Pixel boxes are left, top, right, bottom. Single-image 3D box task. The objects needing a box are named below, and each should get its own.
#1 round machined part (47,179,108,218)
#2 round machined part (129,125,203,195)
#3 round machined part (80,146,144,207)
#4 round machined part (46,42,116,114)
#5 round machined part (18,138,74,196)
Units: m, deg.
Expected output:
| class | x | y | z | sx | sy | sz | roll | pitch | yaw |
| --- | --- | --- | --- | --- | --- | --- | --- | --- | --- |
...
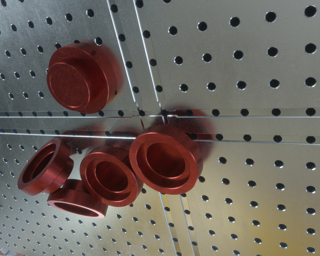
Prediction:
| class | x | y | z | sx | sy | sz | roll | pitch | yaw |
| --- | --- | --- | --- | --- | --- | --- | --- | --- | --- |
| round machined part | -0.135 | 0.118 | 0.524 | 0.099 | 0.042 | 0.098 | 10 | 153 | 6 |
| round machined part | 0.011 | 0.038 | 0.417 | 0.098 | 0.042 | 0.097 | 13 | 124 | 20 |
| round machined part | -0.069 | 0.069 | 0.475 | 0.098 | 0.042 | 0.097 | 10 | 120 | 19 |
| round machined part | -0.112 | -0.062 | 0.419 | 0.098 | 0.042 | 0.097 | 13 | 124 | 20 |
| round machined part | -0.179 | 0.067 | 0.502 | 0.098 | 0.098 | 0.042 | -21 | 128 | 35 |
